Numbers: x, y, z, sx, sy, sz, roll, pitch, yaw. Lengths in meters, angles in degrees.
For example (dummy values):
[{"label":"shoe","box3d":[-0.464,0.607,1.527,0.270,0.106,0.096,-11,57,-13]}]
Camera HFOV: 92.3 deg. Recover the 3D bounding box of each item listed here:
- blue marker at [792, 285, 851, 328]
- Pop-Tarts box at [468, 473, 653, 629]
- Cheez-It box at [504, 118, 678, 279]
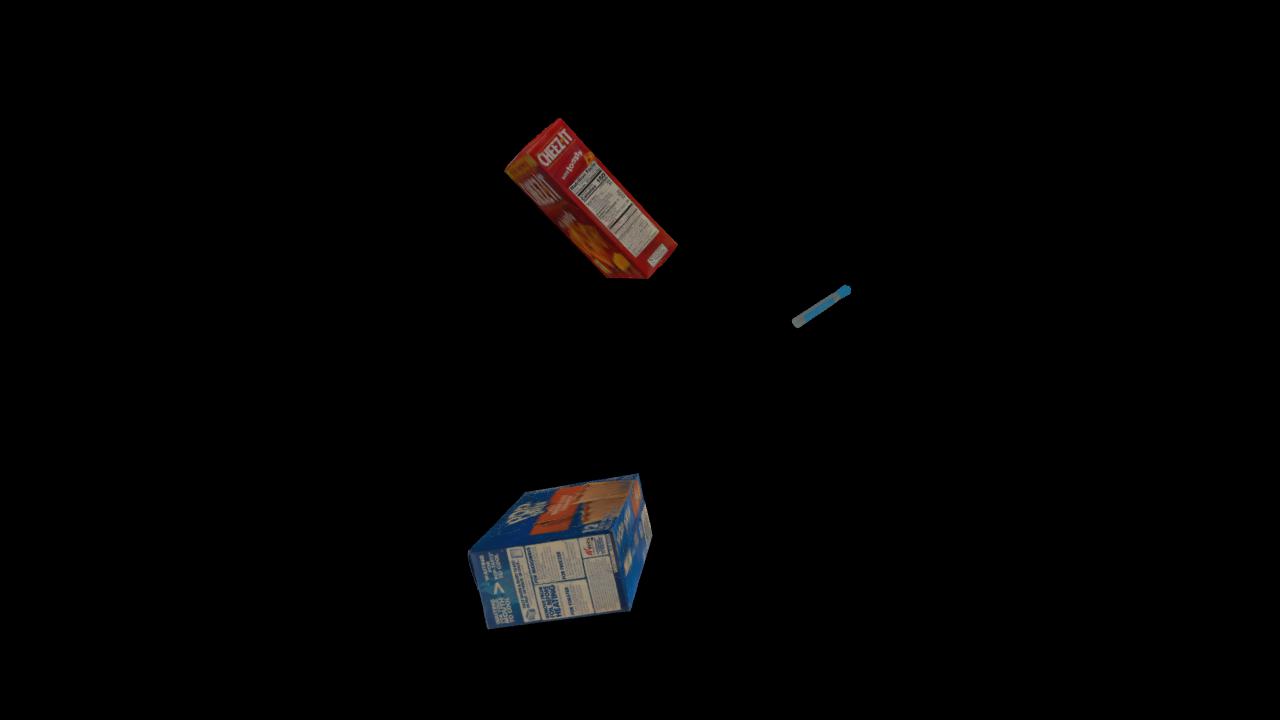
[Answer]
[{"label":"blue marker","box3d":[0.311,-0.093,1.047,0.121,0.020,0.020,-32,7,-12]},{"label":"Pop-Tarts box","box3d":[-0.071,0.188,0.633,0.141,0.083,0.167,-11,5,10]},{"label":"Cheez-It box","box3d":[-0.072,-0.209,0.843,0.223,0.071,0.166,45,-10,-22]}]
